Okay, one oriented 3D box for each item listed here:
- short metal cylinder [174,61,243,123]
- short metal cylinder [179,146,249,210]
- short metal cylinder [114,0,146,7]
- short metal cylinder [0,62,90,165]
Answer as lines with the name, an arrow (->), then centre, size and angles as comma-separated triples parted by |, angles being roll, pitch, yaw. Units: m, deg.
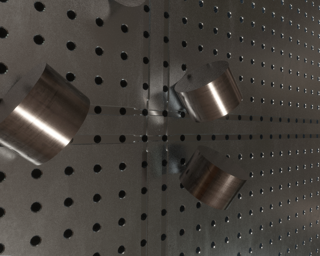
short metal cylinder -> 0.068, -0.051, 0.432 | 0.080, 0.080, 0.050 | -45, 118, -31
short metal cylinder -> 0.074, 0.067, 0.429 | 0.080, 0.080, 0.050 | 18, 108, -39
short metal cylinder -> -0.032, -0.186, 0.347 | 0.080, 0.080, 0.050 | 50, 60, -29
short metal cylinder -> -0.111, -0.013, 0.281 | 0.050, 0.080, 0.080 | 43, 64, -32
